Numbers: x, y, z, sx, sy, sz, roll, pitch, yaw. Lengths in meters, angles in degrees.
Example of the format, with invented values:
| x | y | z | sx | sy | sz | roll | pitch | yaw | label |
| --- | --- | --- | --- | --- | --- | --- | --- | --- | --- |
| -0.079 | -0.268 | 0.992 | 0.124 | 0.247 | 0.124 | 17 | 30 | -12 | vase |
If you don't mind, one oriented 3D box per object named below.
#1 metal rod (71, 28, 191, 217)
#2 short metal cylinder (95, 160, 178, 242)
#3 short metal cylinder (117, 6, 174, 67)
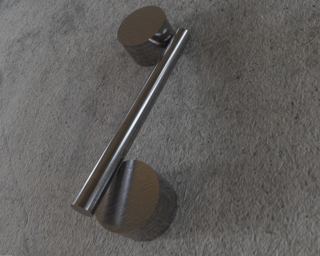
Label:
| x | y | z | sx | sy | sz | roll | pitch | yaw | label |
| --- | --- | --- | --- | --- | --- | --- | --- | --- | --- |
| -0.022 | -0.029 | 0.392 | 0.025 | 0.025 | 0.300 | 5 | 51 | 30 | metal rod |
| -0.027 | 0.083 | 0.351 | 0.080 | 0.050 | 0.080 | -13 | 56 | 21 | short metal cylinder |
| -0.019 | -0.143 | 0.486 | 0.080 | 0.050 | 0.080 | -13 | 56 | 21 | short metal cylinder |
